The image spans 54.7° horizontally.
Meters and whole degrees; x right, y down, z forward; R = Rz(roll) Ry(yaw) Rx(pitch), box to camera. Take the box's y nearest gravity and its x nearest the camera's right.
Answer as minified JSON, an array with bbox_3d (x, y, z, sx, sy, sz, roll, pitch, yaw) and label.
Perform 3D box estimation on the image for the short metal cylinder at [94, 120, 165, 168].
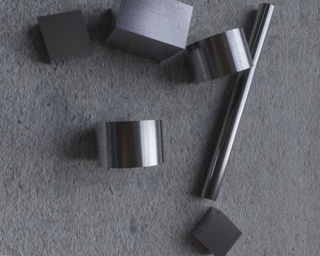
[{"bbox_3d":[-0.036,0.017,0.367,0.081,0.080,0.050,-3,91,-20],"label":"short metal cylinder"}]

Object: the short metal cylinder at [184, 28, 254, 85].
[{"bbox_3d":[0.077,-0.093,0.409,0.081,0.080,0.050,-21,97,-19],"label":"short metal cylinder"}]

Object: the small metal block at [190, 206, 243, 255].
[{"bbox_3d":[0.080,0.150,0.440,0.050,0.025,0.050,-46,105,-14],"label":"small metal block"}]

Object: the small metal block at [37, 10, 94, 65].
[{"bbox_3d":[-0.112,-0.107,0.368,0.050,0.025,0.050,-18,97,-19],"label":"small metal block"}]

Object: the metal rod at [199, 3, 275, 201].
[{"bbox_3d":[0.114,-0.042,0.452,0.025,0.025,0.299,21,83,-19],"label":"metal rod"}]

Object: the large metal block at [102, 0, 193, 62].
[{"bbox_3d":[-0.018,-0.122,0.374,0.081,0.080,0.050,12,86,-20],"label":"large metal block"}]
